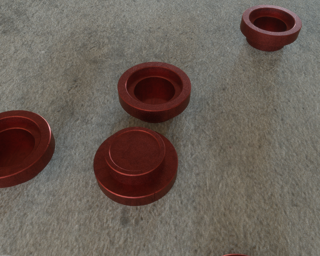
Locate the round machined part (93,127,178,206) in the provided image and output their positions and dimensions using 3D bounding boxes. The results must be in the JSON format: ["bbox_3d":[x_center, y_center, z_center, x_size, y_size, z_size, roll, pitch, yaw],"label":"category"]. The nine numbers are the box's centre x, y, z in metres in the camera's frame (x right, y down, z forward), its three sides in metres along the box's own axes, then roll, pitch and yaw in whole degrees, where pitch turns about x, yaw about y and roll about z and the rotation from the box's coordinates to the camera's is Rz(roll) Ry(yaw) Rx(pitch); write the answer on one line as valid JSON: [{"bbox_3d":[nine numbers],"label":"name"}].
[{"bbox_3d":[-0.028,0.037,0.361,0.099,0.042,0.098,0,50,0],"label":"round machined part"}]

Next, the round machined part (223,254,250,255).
[{"bbox_3d":[0.072,0.156,0.262,0.099,0.042,0.098,0,50,0],"label":"round machined part"}]

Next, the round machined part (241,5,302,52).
[{"bbox_3d":[0.189,-0.170,0.537,0.099,0.042,0.098,0,50,0],"label":"round machined part"}]

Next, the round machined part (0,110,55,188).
[{"bbox_3d":[-0.174,0.028,0.366,0.099,0.042,0.098,0,50,0],"label":"round machined part"}]

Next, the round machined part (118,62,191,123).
[{"bbox_3d":[-0.007,-0.045,0.430,0.099,0.042,0.098,0,50,0],"label":"round machined part"}]
